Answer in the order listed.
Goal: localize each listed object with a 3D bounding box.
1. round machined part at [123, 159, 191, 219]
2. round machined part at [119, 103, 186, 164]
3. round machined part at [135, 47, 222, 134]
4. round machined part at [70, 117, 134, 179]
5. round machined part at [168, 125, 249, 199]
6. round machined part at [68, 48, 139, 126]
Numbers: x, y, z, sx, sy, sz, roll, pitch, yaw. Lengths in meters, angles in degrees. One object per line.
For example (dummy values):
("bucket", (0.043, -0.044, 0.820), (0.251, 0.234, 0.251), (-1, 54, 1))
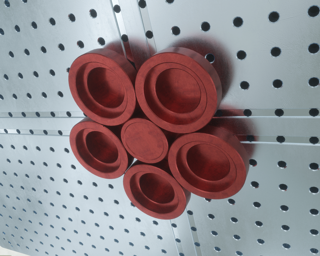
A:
("round machined part", (-0.001, 0.082, 0.451), (0.098, 0.042, 0.097), (13, 124, 21))
("round machined part", (-0.012, 0.008, 0.412), (0.098, 0.042, 0.097), (13, 124, 21))
("round machined part", (0.024, -0.046, 0.359), (0.098, 0.042, 0.097), (13, 124, 21))
("round machined part", (-0.080, 0.024, 0.457), (0.098, 0.042, 0.097), (13, 124, 21))
("round machined part", (0.063, 0.038, 0.391), (0.098, 0.042, 0.097), (13, 124, 21))
("round machined part", (-0.065, -0.055, 0.401), (0.098, 0.042, 0.097), (13, 124, 21))
